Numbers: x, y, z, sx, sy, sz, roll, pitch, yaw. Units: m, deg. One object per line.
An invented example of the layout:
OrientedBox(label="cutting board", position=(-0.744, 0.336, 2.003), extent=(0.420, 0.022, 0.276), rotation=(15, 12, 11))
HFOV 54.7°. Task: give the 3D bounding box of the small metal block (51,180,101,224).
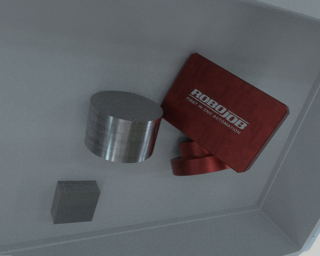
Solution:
OrientedBox(label="small metal block", position=(-0.112, 0.097, 0.409), extent=(0.050, 0.025, 0.050), rotation=(5, 116, -31))

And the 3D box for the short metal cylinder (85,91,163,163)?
OrientedBox(label="short metal cylinder", position=(-0.041, -0.004, 0.350), extent=(0.081, 0.080, 0.050), rotation=(0, 119, -29))

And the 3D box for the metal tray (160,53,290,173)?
OrientedBox(label="metal tray", position=(0.072, -0.020, 0.370), extent=(0.090, 0.130, 0.030), rotation=(-59, 157, 13))

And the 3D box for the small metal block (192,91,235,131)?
OrientedBox(label="small metal block", position=(0.076, -0.022, 0.429), extent=(0.050, 0.025, 0.050), rotation=(14, 92, -35))

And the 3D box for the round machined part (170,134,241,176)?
OrientedBox(label="round machined part", position=(0.063, 0.035, 0.431), extent=(0.099, 0.098, 0.042), rotation=(-10, 88, -23))
